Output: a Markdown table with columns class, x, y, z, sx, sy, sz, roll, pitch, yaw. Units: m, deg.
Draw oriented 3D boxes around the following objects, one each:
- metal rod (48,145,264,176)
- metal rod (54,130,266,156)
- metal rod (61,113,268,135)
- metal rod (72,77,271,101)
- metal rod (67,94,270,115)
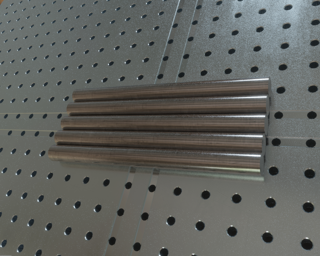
| class | x | y | z | sx | sy | sz | roll | pitch | yaw |
| --- | --- | --- | --- | --- | --- | --- | --- | --- | --- |
| metal rod | -0.025 | 0.038 | 0.397 | 0.300 | 0.025 | 0.025 | 0 | 62 | 27 |
| metal rod | -0.020 | 0.017 | 0.407 | 0.300 | 0.025 | 0.025 | 1 | 62 | 28 |
| metal rod | -0.014 | -0.005 | 0.417 | 0.300 | 0.025 | 0.025 | 1 | 62 | 28 |
| metal rod | -0.002 | -0.050 | 0.439 | 0.300 | 0.025 | 0.025 | 1 | 62 | 28 |
| metal rod | -0.008 | -0.028 | 0.428 | 0.300 | 0.025 | 0.025 | 1 | 62 | 28 |
